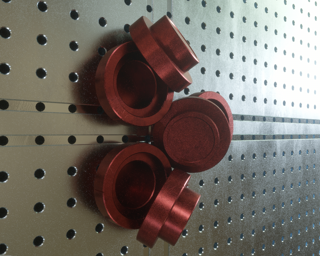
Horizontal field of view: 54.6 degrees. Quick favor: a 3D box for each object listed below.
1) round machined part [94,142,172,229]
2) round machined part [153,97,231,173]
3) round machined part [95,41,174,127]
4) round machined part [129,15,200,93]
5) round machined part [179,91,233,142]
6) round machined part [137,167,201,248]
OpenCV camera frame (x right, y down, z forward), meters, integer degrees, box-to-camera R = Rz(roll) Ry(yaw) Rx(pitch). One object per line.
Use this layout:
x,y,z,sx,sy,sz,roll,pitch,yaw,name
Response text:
-0.035,0.065,0.368,0.099,0.042,0.097,0,90,-40,round machined part
0.039,0.010,0.390,0.042,0.098,0.097,-56,136,-77,round machined part
-0.033,-0.050,0.368,0.099,0.042,0.097,0,90,-40,round machined part
0.011,-0.094,0.370,0.098,0.042,0.098,49,17,-20,round machined part
0.058,-0.003,0.445,0.099,0.042,0.097,0,90,-40,round machined part
0.015,0.100,0.372,0.042,0.098,0.098,28,71,11,round machined part
